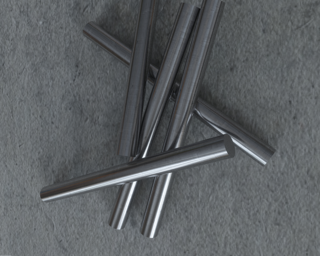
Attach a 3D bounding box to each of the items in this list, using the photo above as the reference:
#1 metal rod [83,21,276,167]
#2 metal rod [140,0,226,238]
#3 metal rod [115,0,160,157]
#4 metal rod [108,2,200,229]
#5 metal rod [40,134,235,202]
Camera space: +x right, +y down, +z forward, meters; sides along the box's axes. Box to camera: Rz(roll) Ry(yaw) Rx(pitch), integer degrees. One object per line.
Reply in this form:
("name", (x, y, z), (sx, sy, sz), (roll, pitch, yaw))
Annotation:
("metal rod", (0.014, -0.053, 0.403), (0.300, 0.025, 0.025), (38, 102, 15))
("metal rod", (0.023, -0.001, 0.377), (0.025, 0.025, 0.298), (20, 105, 18))
("metal rod", (-0.021, -0.113, 0.393), (0.025, 0.025, 0.298), (6, 84, 19))
("metal rod", (-0.012, -0.003, 0.392), (0.025, 0.025, 0.298), (24, 105, 18))
("metal rod", (-0.050, 0.059, 0.388), (0.300, 0.025, 0.025), (-19, 84, 32))
